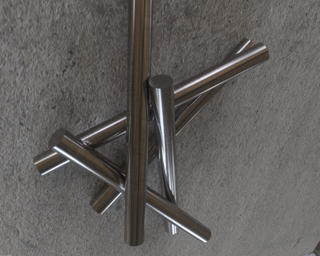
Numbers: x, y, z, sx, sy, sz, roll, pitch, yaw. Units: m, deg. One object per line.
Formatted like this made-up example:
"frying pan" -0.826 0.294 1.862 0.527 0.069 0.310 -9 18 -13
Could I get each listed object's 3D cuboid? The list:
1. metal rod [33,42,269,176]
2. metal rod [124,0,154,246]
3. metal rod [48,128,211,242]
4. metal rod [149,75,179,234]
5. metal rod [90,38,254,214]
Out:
"metal rod" -0.006 -0.025 0.370 0.301 0.025 0.025 -27 128 -5
"metal rod" -0.024 -0.008 0.340 0.025 0.025 0.298 -5 106 -26
"metal rod" -0.017 0.091 0.408 0.025 0.025 0.300 -45 127 3
"metal rod" 0.011 0.060 0.419 0.025 0.025 0.298 -21 136 -16
"metal rod" 0.015 0.000 0.415 0.300 0.025 0.025 -47 129 4
